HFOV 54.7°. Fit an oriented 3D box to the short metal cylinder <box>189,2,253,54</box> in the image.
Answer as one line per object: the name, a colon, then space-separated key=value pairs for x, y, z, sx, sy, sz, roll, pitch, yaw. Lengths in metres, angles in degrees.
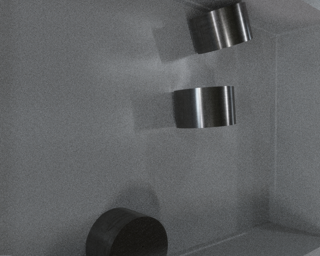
short metal cylinder: x=0.087 y=-0.142 z=0.443 sx=0.081 sy=0.080 sz=0.050 roll=-28 pitch=108 yaw=-36

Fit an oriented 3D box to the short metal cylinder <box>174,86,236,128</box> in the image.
short metal cylinder: x=0.061 y=-0.028 z=0.422 sx=0.081 sy=0.080 sz=0.050 roll=-8 pitch=95 yaw=-40

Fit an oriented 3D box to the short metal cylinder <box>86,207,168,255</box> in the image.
short metal cylinder: x=-0.038 y=0.137 z=0.359 sx=0.081 sy=0.050 sz=0.080 roll=0 pitch=90 yaw=-40
